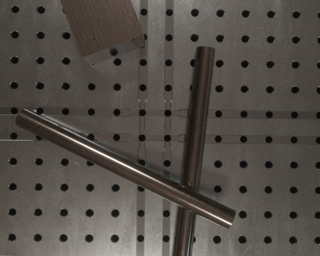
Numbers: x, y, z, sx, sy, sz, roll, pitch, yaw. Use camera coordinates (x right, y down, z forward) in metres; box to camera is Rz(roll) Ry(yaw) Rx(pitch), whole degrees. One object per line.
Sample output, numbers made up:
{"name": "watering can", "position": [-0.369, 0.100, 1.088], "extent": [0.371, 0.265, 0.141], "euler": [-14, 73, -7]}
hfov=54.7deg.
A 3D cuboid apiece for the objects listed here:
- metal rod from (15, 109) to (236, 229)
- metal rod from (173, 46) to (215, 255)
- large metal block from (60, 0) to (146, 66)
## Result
{"name": "metal rod", "position": [-0.048, 0.050, 0.397], "extent": [0.301, 0.025, 0.025], "euler": [25, 90, 6]}
{"name": "metal rod", "position": [0.044, 0.042, 0.414], "extent": [0.025, 0.025, 0.298], "euler": [7, 90, -1]}
{"name": "large metal block", "position": [-0.071, -0.136, 0.400], "extent": [0.080, 0.050, 0.080], "euler": [-20, 90, -1]}
